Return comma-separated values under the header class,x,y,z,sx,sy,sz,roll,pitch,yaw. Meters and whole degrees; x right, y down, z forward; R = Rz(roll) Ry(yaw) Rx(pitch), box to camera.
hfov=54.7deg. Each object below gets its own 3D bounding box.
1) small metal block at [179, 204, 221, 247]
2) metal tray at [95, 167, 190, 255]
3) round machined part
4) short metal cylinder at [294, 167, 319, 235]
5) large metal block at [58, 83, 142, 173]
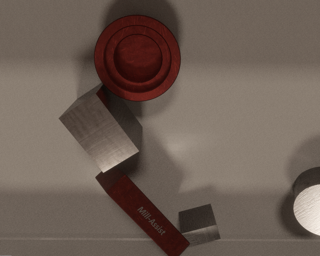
class,x,y,z,sx,sy,sz,roll,pitch,yaw
small metal block,0.056,0.141,0.451,0.050,0.050,0.025,-16,110,5
metal tray,-0.026,0.109,0.414,0.030,0.090,0.130,-44,107,-13
round machined part,-0.026,-0.084,0.371,0.099,0.042,0.097,0,110,-1
short metal cylinder,0.227,0.100,0.424,0.080,0.050,0.079,8,113,20
large metal block,-0.067,-0.006,0.379,0.050,0.080,0.080,-32,107,11
